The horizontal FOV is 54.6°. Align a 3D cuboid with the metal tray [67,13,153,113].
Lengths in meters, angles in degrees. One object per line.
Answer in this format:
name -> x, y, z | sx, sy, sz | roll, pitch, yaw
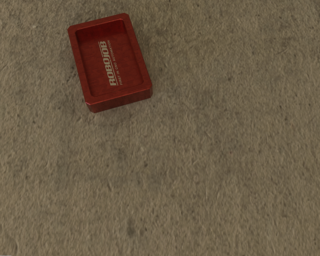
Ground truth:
metal tray -> -0.071, -0.094, 0.439 | 0.090, 0.030, 0.130 | -16, 71, -6
